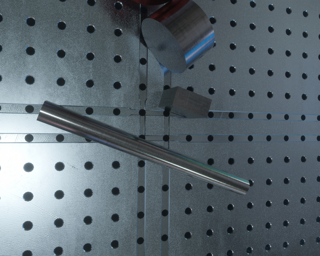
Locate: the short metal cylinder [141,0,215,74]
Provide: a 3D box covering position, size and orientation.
[{"bbox_3d":[0.022,-0.117,0.392,0.050,0.080,0.080,-41,104,-15],"label":"short metal cylinder"}]

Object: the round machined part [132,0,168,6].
[{"bbox_3d":[-0.011,-0.191,0.384,0.099,0.042,0.098,2,58,-3],"label":"round machined part"}]

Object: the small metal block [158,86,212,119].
[{"bbox_3d":[0.032,-0.033,0.412,0.050,0.050,0.025,19,84,-20],"label":"small metal block"}]

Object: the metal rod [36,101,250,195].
[{"bbox_3d":[-0.007,0.034,0.410,0.302,0.025,0.025,22,83,-19],"label":"metal rod"}]
